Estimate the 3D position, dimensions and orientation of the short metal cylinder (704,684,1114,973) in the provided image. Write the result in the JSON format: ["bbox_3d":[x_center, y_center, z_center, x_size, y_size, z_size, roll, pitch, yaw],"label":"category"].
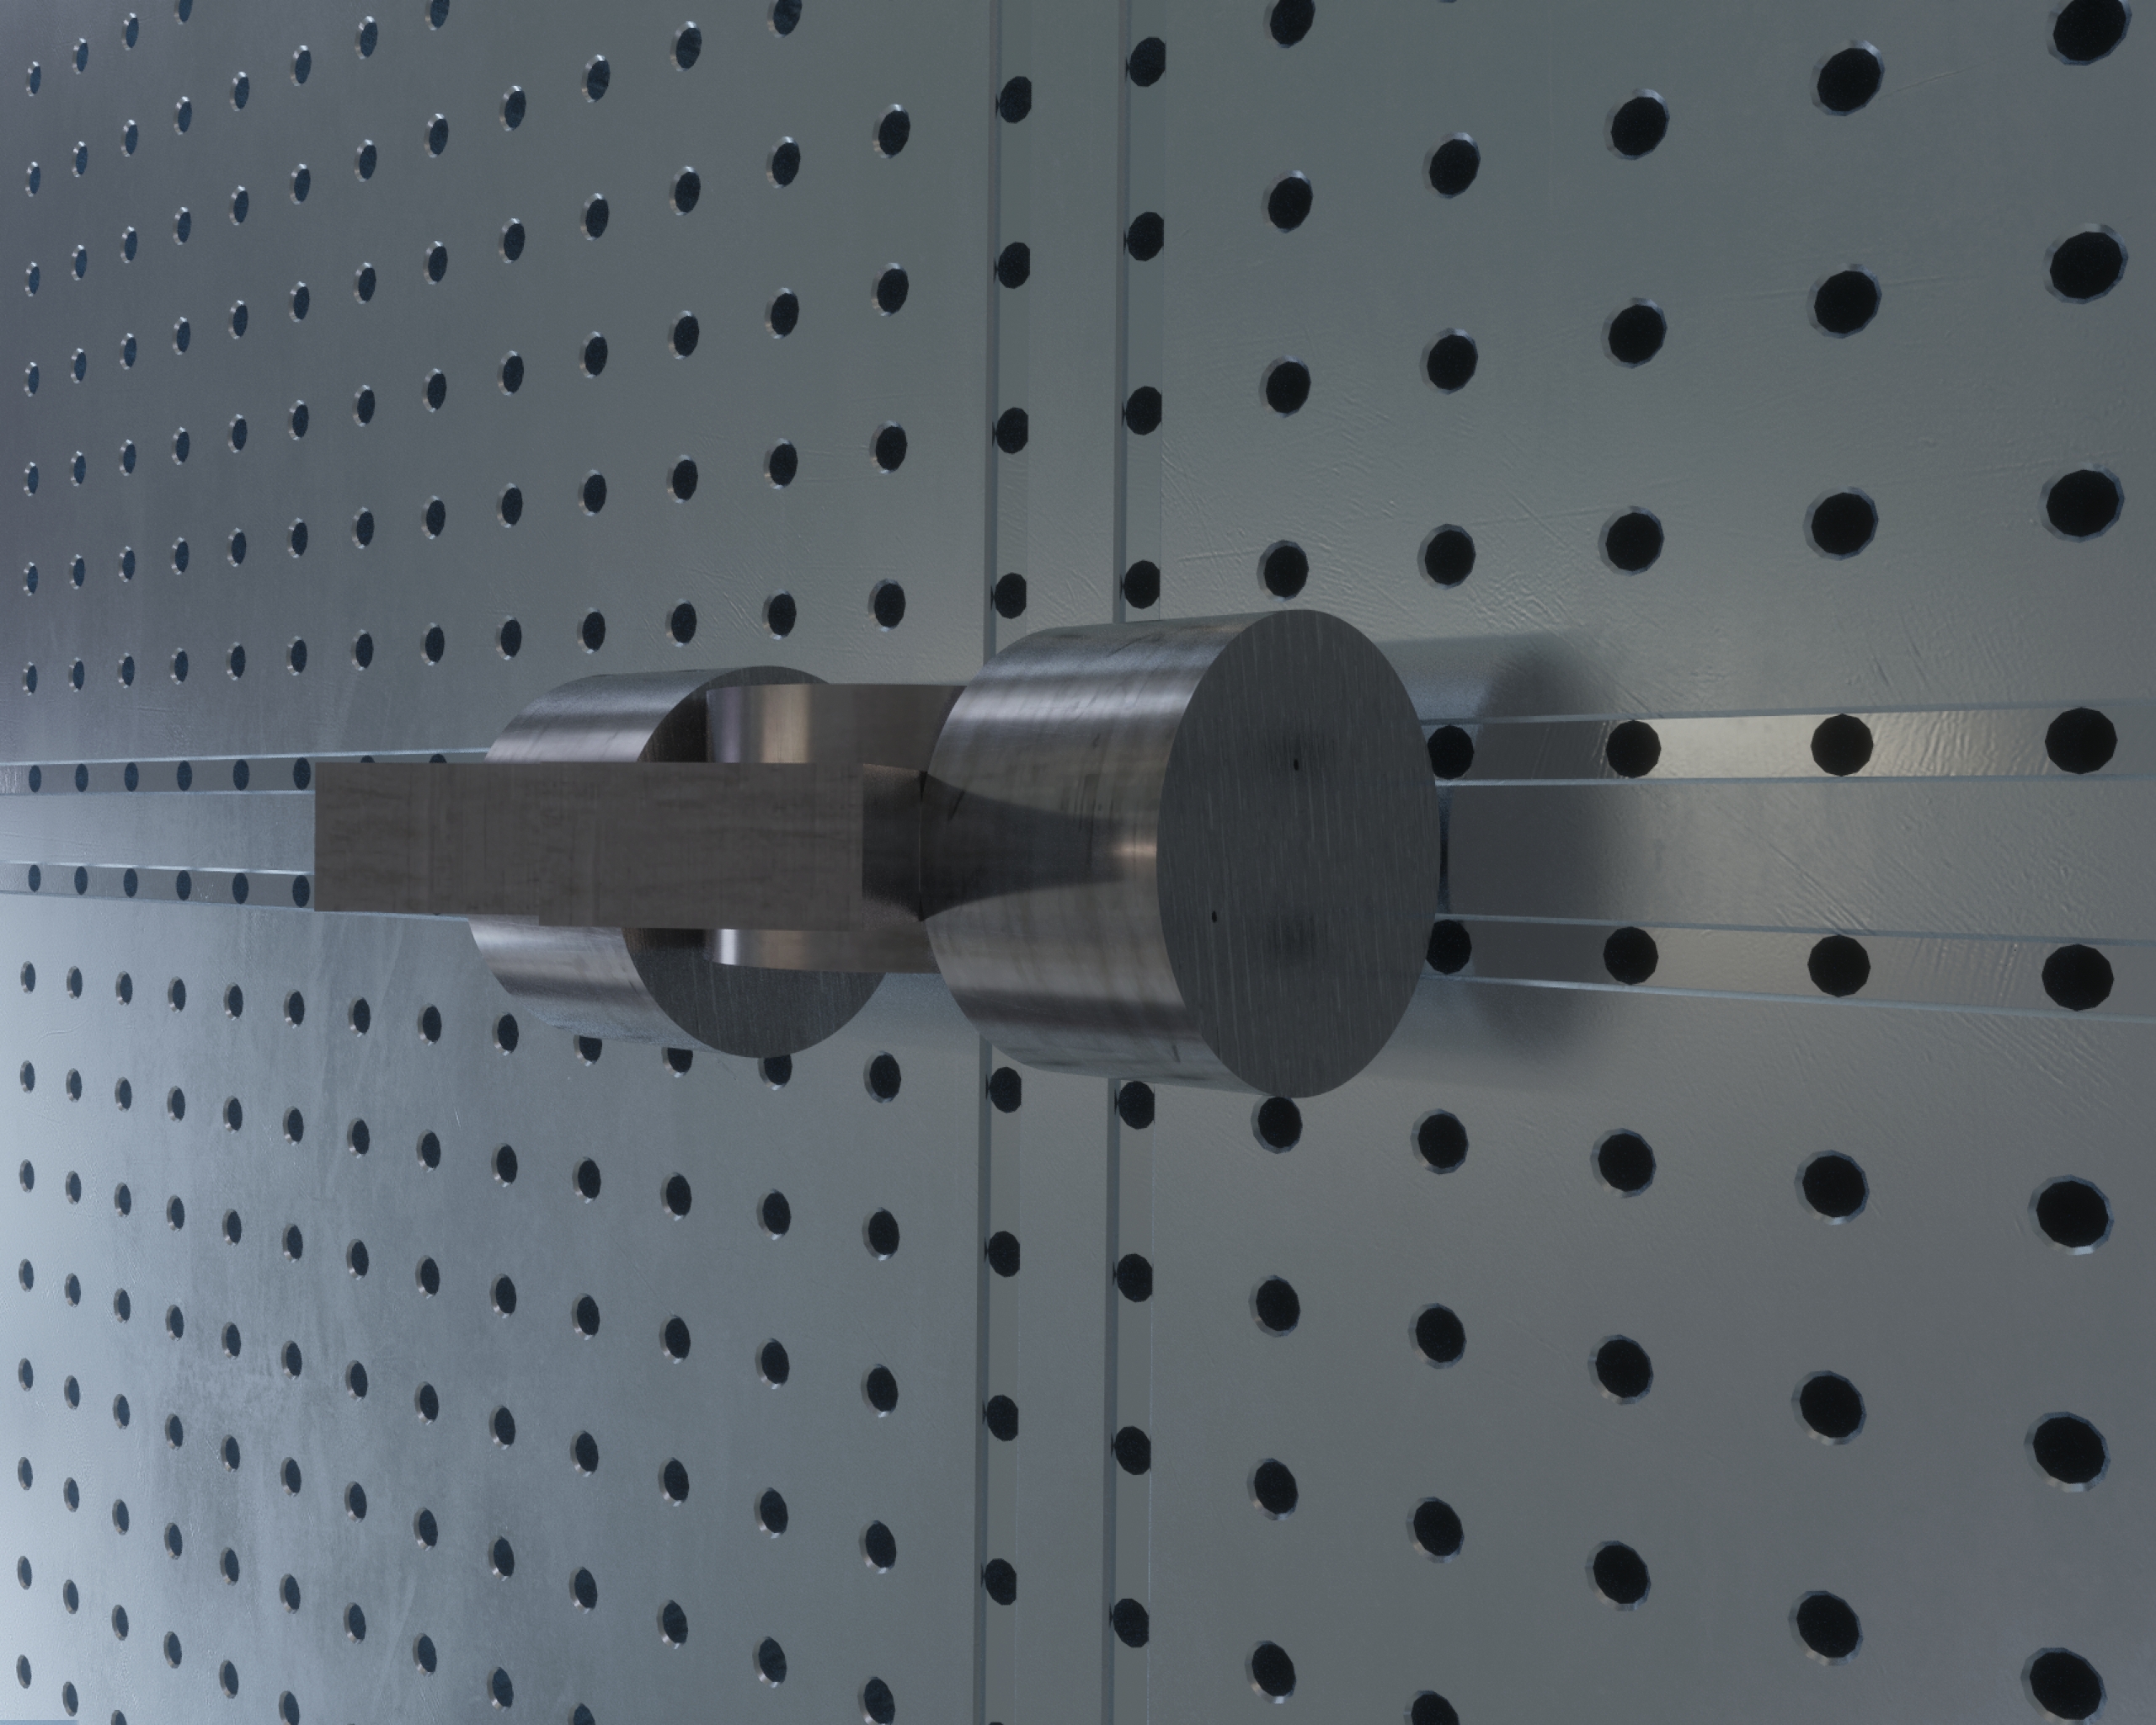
[{"bbox_3d":[-0.030,-0.007,0.398,0.080,0.081,0.050,2,91,40],"label":"short metal cylinder"}]

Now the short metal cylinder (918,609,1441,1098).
[{"bbox_3d":[0.019,-0.002,0.357,0.050,0.081,0.079,1,91,41],"label":"short metal cylinder"}]

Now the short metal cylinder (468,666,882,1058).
[{"bbox_3d":[-0.081,-0.001,0.440,0.050,0.081,0.079,2,91,40],"label":"short metal cylinder"}]

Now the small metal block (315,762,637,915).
[{"bbox_3d":[-0.098,-0.004,0.368,0.050,0.050,0.025,1,91,8],"label":"small metal block"}]

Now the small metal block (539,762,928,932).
[{"bbox_3d":[-0.052,-0.003,0.336,0.050,0.050,0.025,1,91,9],"label":"small metal block"}]
